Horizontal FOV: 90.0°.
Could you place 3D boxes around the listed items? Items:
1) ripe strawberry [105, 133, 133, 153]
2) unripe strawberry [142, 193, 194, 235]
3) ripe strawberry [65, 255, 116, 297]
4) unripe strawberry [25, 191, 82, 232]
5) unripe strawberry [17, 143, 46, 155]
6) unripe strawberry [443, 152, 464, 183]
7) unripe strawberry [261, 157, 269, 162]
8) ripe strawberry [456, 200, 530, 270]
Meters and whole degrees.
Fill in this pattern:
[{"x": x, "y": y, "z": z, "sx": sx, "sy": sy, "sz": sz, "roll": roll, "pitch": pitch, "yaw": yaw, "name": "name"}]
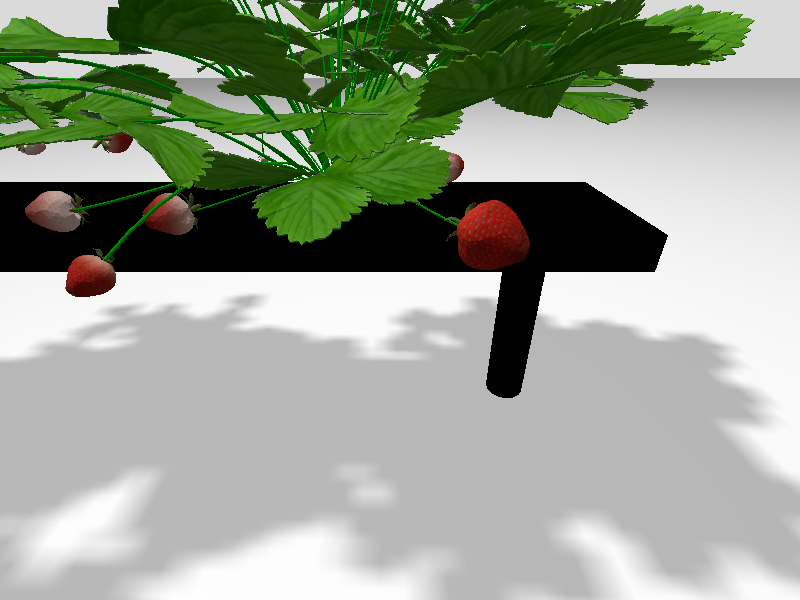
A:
[{"x": -0.380, "y": -0.220, "z": 0.538, "sx": 0.037, "sy": 0.042, "sz": 0.040, "roll": 16, "pitch": 33, "yaw": 25, "name": "ripe strawberry"}, {"x": -0.161, "y": -0.059, "z": 0.277, "sx": 0.029, "sy": 0.029, "sz": 0.032, "roll": -22, "pitch": 37, "yaw": -31, "name": "unripe strawberry"}, {"x": -0.161, "y": -0.012, "z": 0.207, "sx": 0.023, "sy": 0.023, "sz": 0.019, "roll": 18, "pitch": -29, "yaw": 28, "name": "ripe strawberry"}, {"x": -0.249, "y": -0.063, "z": 0.287, "sx": 0.030, "sy": 0.030, "sz": 0.028, "roll": -11, "pitch": 32, "yaw": -17, "name": "unripe strawberry"}, {"x": -0.481, "y": -0.203, "z": 0.524, "sx": 0.029, "sy": 0.026, "sz": 0.026, "roll": 3, "pitch": 10, "yaw": 6, "name": "unripe strawberry"}, {"x": 0.052, "y": -0.134, "z": 0.404, "sx": 0.028, "sy": 0.030, "sz": 0.026, "roll": -17, "pitch": 35, "yaw": -27, "name": "unripe strawberry"}, {"x": -0.152, "y": -0.157, "z": 0.450, "sx": 0.009, "sy": 0.010, "sz": 0.010, "roll": -23, "pitch": 38, "yaw": -33, "name": "unripe strawberry"}, {"x": 0.054, "y": -0.035, "z": 0.230, "sx": 0.039, "sy": 0.041, "sz": 0.042, "roll": -23, "pitch": 38, "yaw": -33, "name": "ripe strawberry"}]
